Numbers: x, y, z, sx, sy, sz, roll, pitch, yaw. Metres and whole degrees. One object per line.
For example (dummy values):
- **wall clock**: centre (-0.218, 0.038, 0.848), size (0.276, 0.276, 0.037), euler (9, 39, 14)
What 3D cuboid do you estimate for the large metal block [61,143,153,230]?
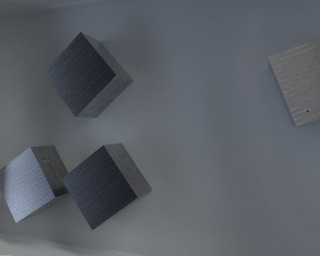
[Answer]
- **large metal block**: centre (-0.072, 0.077, 0.422), size (0.080, 0.050, 0.080), euler (-38, 78, 16)

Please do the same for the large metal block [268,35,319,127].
- **large metal block**: centre (0.172, -0.053, 0.336), size (0.080, 0.050, 0.080), euler (-22, 83, 18)

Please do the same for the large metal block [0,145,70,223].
- **large metal block**: centre (-0.186, 0.081, 0.463), size (0.080, 0.050, 0.080), euler (-33, 79, 17)

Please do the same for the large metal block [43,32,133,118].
- **large metal block**: centre (-0.100, -0.071, 0.432), size (0.080, 0.050, 0.080), euler (-43, 77, 15)
